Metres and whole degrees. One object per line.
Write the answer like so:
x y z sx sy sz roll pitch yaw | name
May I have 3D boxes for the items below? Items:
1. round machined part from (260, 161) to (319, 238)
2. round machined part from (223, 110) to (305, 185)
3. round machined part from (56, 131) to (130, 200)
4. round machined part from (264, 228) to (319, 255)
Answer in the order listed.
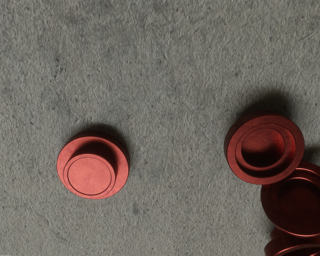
0.189 0.097 0.419 0.098 0.098 0.042 -25 149 9 | round machined part
0.133 0.022 0.410 0.099 0.042 0.097 0 110 0 | round machined part
-0.091 0.056 0.420 0.099 0.042 0.097 0 110 0 | round machined part
0.202 0.170 0.452 0.099 0.042 0.097 -2 135 -2 | round machined part
